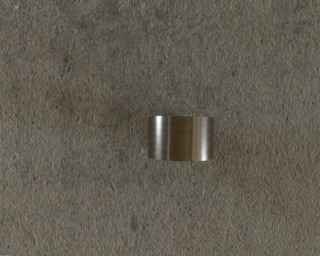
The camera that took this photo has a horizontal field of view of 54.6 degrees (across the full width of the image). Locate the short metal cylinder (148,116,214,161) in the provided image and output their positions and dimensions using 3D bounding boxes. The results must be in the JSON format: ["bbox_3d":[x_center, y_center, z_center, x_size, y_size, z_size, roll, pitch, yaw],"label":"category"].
[{"bbox_3d":[0.026,0.012,0.383,0.080,0.080,0.050,1,90,0],"label":"short metal cylinder"}]
